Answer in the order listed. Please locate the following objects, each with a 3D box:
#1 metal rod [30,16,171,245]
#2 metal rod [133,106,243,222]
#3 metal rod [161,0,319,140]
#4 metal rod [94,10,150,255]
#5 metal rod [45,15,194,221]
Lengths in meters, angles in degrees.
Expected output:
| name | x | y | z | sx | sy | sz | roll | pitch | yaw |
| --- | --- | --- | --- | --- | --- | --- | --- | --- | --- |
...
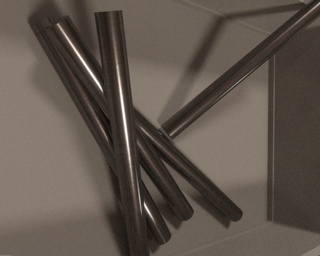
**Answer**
| name | x | y | z | sx | sy | sz | roll | pitch | yaw |
| --- | --- | --- | --- | --- | --- | --- | --- | --- | --- |
| metal rod | -0.057 | 0.020 | 0.360 | 0.025 | 0.025 | 0.299 | -40 | 114 | -33 |
| metal rod | 0.034 | 0.055 | 0.437 | 0.300 | 0.025 | 0.025 | 44 | 63 | -31 |
| metal rod | 0.124 | -0.089 | 0.433 | 0.301 | 0.025 | 0.025 | -40 | 118 | -5 |
| metal rod | -0.035 | 0.033 | 0.334 | 0.025 | 0.025 | 0.298 | -23 | 118 | -38 |
| metal rod | -0.029 | 0.012 | 0.362 | 0.025 | 0.025 | 0.299 | -50 | 126 | -28 |
